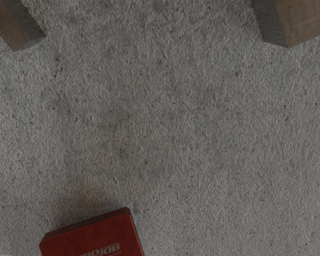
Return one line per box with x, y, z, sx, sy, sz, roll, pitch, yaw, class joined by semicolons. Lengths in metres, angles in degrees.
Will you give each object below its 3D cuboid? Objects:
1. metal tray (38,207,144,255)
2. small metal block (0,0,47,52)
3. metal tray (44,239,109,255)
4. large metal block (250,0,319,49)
-0.094;0.179;0.449;0.131;0.030;0.090;-17;95;-5;metal tray
-0.163;-0.117;0.352;0.025;0.050;0.050;-31;107;11;small metal block
-0.129;0.240;0.495;0.091;0.030;0.129;1;110;-1;metal tray
0.135;-0.137;0.331;0.050;0.080;0.080;-23;109;8;large metal block
